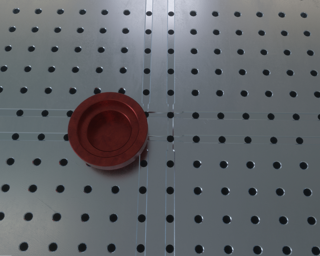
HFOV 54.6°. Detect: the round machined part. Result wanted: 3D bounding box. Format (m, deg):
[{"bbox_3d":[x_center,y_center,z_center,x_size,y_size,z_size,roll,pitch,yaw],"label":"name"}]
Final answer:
[{"bbox_3d":[-0.064,0.006,0.400,0.099,0.042,0.098,0,70,0],"label":"round machined part"}]
